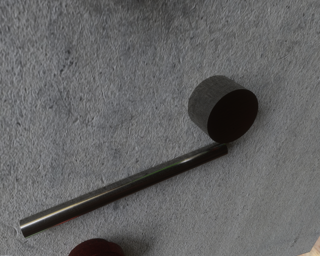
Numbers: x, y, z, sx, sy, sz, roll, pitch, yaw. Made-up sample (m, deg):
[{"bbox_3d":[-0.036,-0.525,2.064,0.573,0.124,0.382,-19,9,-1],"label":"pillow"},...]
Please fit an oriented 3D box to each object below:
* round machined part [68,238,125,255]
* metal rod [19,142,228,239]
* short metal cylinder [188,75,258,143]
[{"bbox_3d":[-0.102,0.208,0.470,0.099,0.042,0.097,-14,125,-21],"label":"round machined part"},{"bbox_3d":[-0.037,0.079,0.436,0.302,0.025,0.025,-20,126,-17],"label":"metal rod"},{"bbox_3d":[0.085,-0.026,0.423,0.081,0.050,0.079,-14,125,-21],"label":"short metal cylinder"}]
